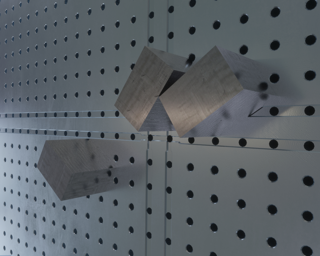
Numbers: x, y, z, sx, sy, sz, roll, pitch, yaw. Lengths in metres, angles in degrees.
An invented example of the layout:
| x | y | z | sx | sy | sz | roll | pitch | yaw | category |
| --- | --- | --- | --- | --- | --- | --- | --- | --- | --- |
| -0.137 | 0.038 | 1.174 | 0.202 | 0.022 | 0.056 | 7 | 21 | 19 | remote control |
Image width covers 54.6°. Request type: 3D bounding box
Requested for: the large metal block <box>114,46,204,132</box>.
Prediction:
| x | y | z | sx | sy | sz | roll | pitch | yaw | category |
| --- | --- | --- | --- | --- | --- | --- | --- | --- | --- |
| 0.006 | -0.043 | 0.370 | 0.050 | 0.081 | 0.080 | 46 | 118 | 30 | large metal block |

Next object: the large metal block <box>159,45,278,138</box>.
| x | y | z | sx | sy | sz | roll | pitch | yaw | category |
| --- | --- | --- | --- | --- | --- | --- | --- | --- | --- |
| 0.061 | -0.033 | 0.324 | 0.080 | 0.081 | 0.050 | -40 | 66 | 33 | large metal block |

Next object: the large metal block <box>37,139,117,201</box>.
| x | y | z | sx | sy | sz | roll | pitch | yaw | category |
| --- | --- | --- | --- | --- | --- | --- | --- | --- | --- |
| -0.130 | 0.061 | 0.482 | 0.080 | 0.081 | 0.050 | 40 | 115 | 32 | large metal block |
